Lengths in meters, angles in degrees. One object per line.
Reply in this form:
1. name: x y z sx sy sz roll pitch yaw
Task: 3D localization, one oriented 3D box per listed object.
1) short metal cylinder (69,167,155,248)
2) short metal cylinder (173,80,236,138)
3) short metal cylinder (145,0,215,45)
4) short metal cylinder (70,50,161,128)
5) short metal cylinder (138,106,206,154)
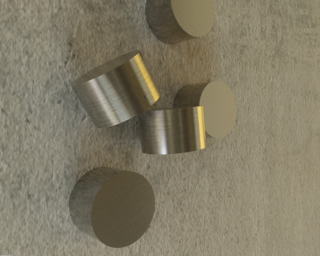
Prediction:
1. short metal cylinder: -0.053 0.086 0.346 0.081 0.050 0.079 0 90 -40
2. short metal cylinder: 0.065 -0.026 0.445 0.081 0.050 0.079 0 90 -41
3. short metal cylinder: 0.027 -0.157 0.413 0.081 0.050 0.079 0 90 -40
4. short metal cylinder: -0.046 -0.043 0.331 0.080 0.080 0.050 -41 115 -33
5. short metal cylinder: 0.015 0.001 0.384 0.081 0.080 0.050 -9 96 -40
